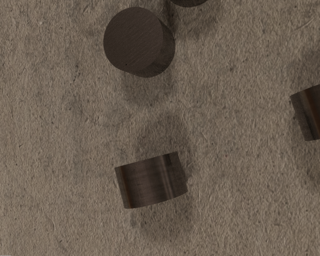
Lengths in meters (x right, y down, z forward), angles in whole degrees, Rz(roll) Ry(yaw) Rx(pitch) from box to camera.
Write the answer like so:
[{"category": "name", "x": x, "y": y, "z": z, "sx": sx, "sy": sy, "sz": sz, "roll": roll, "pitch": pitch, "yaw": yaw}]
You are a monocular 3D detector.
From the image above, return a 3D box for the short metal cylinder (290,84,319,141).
[{"category": "short metal cylinder", "x": 0.182, "y": -0.022, "z": 0.316, "sx": 0.080, "sy": 0.080, "sz": 0.050, "roll": -18, "pitch": 84, "yaw": 19}]

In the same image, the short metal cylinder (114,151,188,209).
[{"category": "short metal cylinder", "x": -0.011, "y": 0.063, "z": 0.383, "sx": 0.080, "sy": 0.080, "sz": 0.050, "roll": -16, "pitch": 85, "yaw": 19}]

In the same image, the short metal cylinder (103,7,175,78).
[{"category": "short metal cylinder", "x": -0.026, "y": -0.109, "z": 0.404, "sx": 0.080, "sy": 0.050, "sz": 0.079, "roll": 0, "pitch": 90, "yaw": 19}]

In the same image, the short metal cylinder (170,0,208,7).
[{"category": "short metal cylinder", "x": 0.033, "y": -0.199, "z": 0.383, "sx": 0.080, "sy": 0.050, "sz": 0.079, "roll": 0, "pitch": 90, "yaw": 19}]
